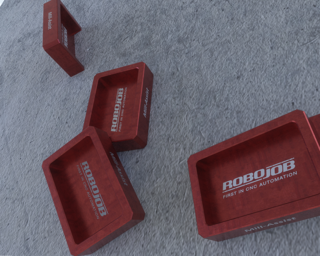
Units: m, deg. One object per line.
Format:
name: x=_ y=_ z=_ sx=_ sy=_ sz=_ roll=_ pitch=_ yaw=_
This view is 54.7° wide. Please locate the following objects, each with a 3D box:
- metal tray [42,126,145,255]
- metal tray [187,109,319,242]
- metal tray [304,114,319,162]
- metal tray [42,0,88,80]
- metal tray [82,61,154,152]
metal tray: x=-0.085 y=0.074 z=0.378 sx=0.090 sy=0.030 sz=0.130 roll=-36 pitch=62 yaw=11
metal tray: x=0.093 y=0.049 z=0.301 sx=0.130 sy=0.030 sz=0.090 roll=-27 pitch=51 yaw=29
metal tray: x=0.215 y=0.011 z=0.281 sx=0.130 sy=0.030 sz=0.090 roll=-22 pitch=54 yaw=15
metal tray: x=-0.173 y=-0.164 z=0.570 sx=0.030 sy=0.090 sz=0.130 roll=-22 pitch=55 yaw=11
metal tray: x=-0.060 y=-0.029 z=0.450 sx=0.090 sy=0.030 sz=0.130 roll=-10 pitch=57 yaw=23
